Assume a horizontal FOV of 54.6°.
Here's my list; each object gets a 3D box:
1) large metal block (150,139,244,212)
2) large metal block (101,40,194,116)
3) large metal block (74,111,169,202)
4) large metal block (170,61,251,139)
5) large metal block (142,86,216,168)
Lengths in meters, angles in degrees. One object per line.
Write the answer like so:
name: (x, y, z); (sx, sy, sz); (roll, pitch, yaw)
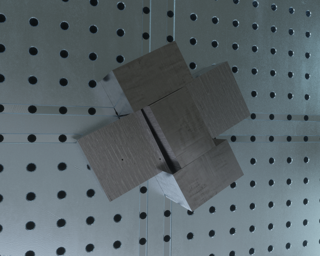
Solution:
large metal block: (0.044, 0.055, 0.399); (0.080, 0.080, 0.050); (-30, 100, -18)
large metal block: (-0.019, -0.057, 0.376); (0.080, 0.080, 0.050); (-30, 100, -17)
large metal block: (-0.049, 0.031, 0.382); (0.080, 0.050, 0.080); (-28, 99, -18)
large metal block: (0.063, -0.034, 0.421); (0.080, 0.050, 0.080); (-30, 102, -17)
large metal block: (0.013, -0.001, 0.388); (0.050, 0.080, 0.080); (-30, 100, -17)
